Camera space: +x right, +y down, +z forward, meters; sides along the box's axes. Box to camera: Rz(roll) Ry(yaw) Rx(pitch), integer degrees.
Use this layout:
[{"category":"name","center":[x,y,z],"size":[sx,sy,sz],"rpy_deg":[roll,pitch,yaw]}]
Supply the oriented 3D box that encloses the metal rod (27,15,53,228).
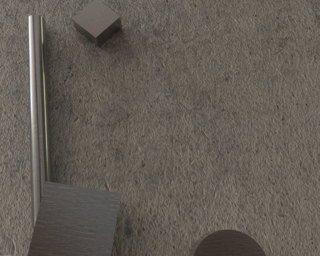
[{"category":"metal rod","center":[-0.161,-0.023,0.414],"size":[0.025,0.025,0.299],"rpy_deg":[-9,70,-4]}]

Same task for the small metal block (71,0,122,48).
[{"category":"small metal block","center":[-0.094,-0.157,0.465],"size":[0.050,0.025,0.050],"rpy_deg":[40,74,13]}]

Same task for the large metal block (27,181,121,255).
[{"category":"large metal block","center":[-0.094,0.108,0.341],"size":[0.081,0.050,0.080],"rpy_deg":[13,69,-17]}]

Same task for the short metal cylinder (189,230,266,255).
[{"category":"short metal cylinder","center":[0.072,0.154,0.339],"size":[0.081,0.050,0.080],"rpy_deg":[0,70,0]}]
